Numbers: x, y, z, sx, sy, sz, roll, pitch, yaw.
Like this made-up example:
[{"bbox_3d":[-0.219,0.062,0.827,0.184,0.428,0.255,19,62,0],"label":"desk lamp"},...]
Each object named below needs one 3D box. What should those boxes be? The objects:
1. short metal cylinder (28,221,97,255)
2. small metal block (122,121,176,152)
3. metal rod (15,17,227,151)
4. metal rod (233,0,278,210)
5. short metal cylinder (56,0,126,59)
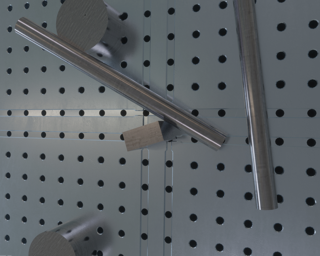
[{"bbox_3d":[-0.140,0.182,0.449,0.080,0.050,0.079,0,90,20],"label":"short metal cylinder"},{"bbox_3d":[-0.013,0.010,0.404,0.050,0.050,0.025,-18,84,19],"label":"small metal block"},{"bbox_3d":[-0.052,-0.058,0.396,0.301,0.025,0.025,31,100,4],"label":"metal rod"},{"bbox_3d":[0.112,-0.054,0.373,0.025,0.025,0.298,-7,88,20],"label":"metal rod"},{"bbox_3d":[-0.096,-0.141,0.433,0.080,0.050,0.079,0,90,20],"label":"short metal cylinder"}]
